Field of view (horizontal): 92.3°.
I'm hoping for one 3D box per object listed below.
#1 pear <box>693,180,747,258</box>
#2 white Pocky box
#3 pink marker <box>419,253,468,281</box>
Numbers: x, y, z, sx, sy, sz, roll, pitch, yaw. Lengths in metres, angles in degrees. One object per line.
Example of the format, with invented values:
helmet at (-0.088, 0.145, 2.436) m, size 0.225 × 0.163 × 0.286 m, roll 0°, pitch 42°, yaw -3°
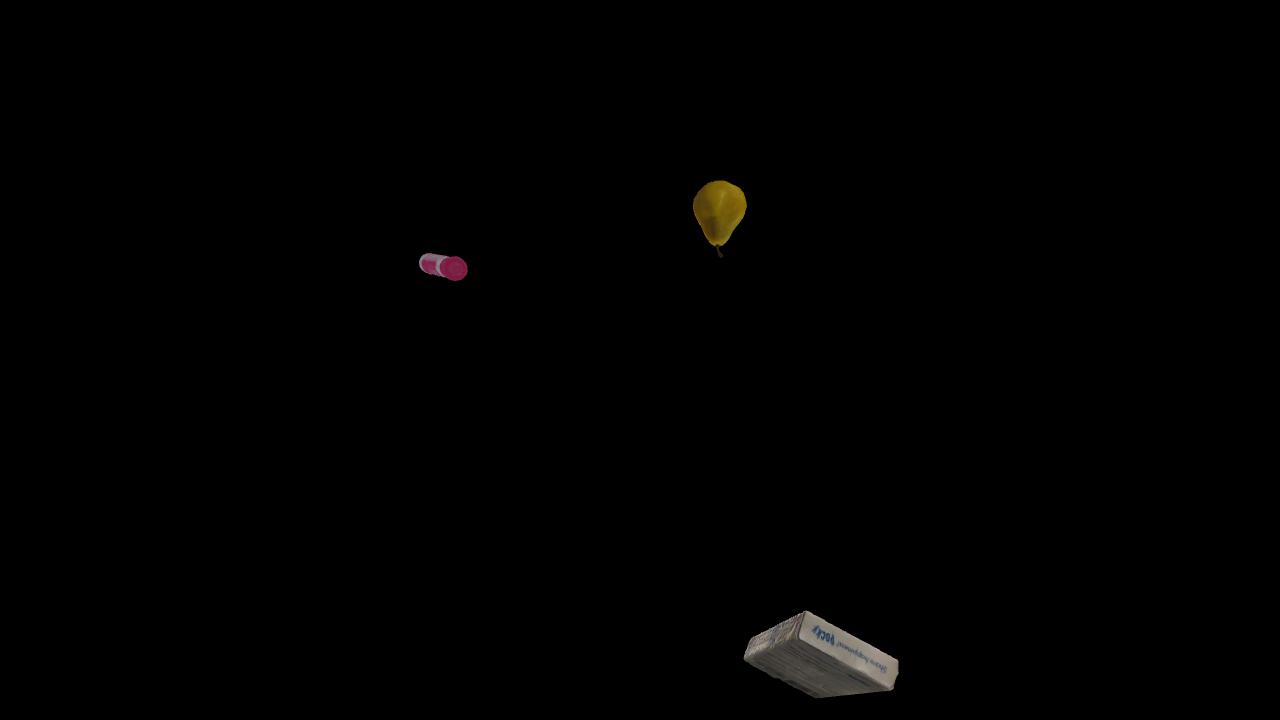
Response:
pear at (0.114, -0.209, 0.921) m, size 0.080 × 0.111 × 0.080 m, roll 15°, pitch -12°, yaw 3°
white Pocky box at (0.153, 0.268, 0.548) m, size 0.084 × 0.028 × 0.154 m, roll 26°, pitch -32°, yaw 7°
pink marker at (-0.168, -0.080, 0.520) m, size 0.020 × 0.020 × 0.121 m, roll 0°, pitch 10°, yaw -28°
